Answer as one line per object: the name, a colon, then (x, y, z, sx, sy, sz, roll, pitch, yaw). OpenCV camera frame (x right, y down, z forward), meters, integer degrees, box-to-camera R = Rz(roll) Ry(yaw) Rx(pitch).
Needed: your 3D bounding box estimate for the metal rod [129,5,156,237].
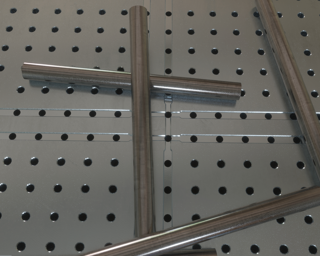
metal rod: (-0.024, -0.017, 0.397, 0.025, 0.025, 0.299, -2, 77, -1)

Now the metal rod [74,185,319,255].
metal rod: (0.052, 0.116, 0.355, 0.302, 0.025, 0.025, -13, 71, -11)

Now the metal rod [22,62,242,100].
metal rod: (-0.040, -0.066, 0.435, 0.302, 0.025, 0.025, 6, 70, 1)

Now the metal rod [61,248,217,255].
metal rod: (-0.086, 0.158, 0.352, 0.302, 0.025, 0.025, -2, 70, -2)

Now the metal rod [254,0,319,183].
metal rod: (0.189, -0.065, 0.437, 0.025, 0.025, 0.299, -10, 70, -4)
